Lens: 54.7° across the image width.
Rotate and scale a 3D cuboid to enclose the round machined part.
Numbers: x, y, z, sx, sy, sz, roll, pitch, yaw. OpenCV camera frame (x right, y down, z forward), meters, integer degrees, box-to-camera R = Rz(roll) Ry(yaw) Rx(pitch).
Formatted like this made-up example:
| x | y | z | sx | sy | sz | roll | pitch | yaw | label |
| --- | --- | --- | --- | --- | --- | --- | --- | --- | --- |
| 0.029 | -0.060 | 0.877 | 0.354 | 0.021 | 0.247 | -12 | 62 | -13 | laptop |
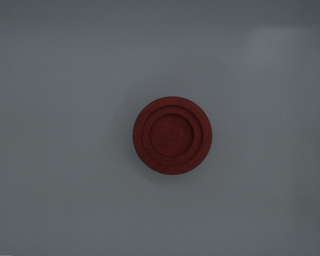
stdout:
| x | y | z | sx | sy | sz | roll | pitch | yaw | label |
| --- | --- | --- | --- | --- | --- | --- | --- | --- | --- |
| 0.015 | 0.009 | 0.403 | 0.099 | 0.042 | 0.097 | 0 | 90 | -1 | round machined part |
